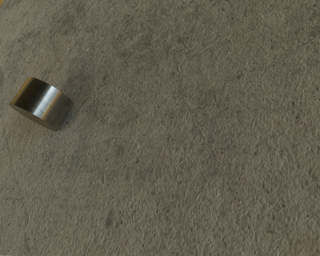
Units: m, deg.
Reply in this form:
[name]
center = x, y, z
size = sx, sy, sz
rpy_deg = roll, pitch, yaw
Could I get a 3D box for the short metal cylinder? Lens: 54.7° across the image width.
[short metal cylinder]
center = -0.185, -0.036, 0.488
size = 0.080, 0.080, 0.050
rpy_deg = 16, 70, 34
